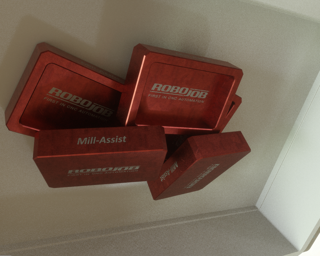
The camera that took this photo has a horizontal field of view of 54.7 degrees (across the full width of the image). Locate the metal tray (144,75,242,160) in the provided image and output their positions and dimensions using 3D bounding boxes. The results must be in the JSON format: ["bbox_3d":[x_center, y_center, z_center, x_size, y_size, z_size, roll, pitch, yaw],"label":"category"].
[{"bbox_3d":[0.042,-0.006,0.425,0.091,0.030,0.129,21,107,-37],"label":"metal tray"}]

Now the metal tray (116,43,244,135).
[{"bbox_3d":[0.024,-0.038,0.355,0.131,0.030,0.089,3,117,-31],"label":"metal tray"}]

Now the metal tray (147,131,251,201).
[{"bbox_3d":[0.049,0.054,0.424,0.091,0.030,0.129,-5,150,-33],"label":"metal tray"}]

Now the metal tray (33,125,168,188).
[{"bbox_3d":[-0.063,0.034,0.347,0.131,0.030,0.090,-3,151,-10],"label":"metal tray"}]

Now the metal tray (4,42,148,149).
[{"bbox_3d":[-0.086,-0.024,0.341,0.131,0.030,0.090,21,107,-37],"label":"metal tray"}]
